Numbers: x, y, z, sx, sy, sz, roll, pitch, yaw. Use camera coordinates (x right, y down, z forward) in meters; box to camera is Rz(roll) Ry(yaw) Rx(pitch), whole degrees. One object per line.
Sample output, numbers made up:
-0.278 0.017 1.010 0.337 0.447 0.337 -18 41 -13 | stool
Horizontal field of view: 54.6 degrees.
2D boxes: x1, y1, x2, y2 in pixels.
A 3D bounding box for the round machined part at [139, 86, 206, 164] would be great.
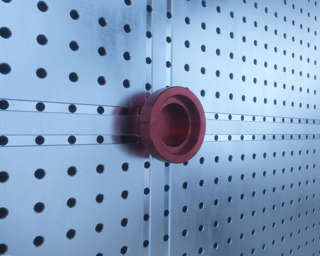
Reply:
0.012 -0.004 0.406 0.099 0.042 0.097 0 90 -40 | round machined part
